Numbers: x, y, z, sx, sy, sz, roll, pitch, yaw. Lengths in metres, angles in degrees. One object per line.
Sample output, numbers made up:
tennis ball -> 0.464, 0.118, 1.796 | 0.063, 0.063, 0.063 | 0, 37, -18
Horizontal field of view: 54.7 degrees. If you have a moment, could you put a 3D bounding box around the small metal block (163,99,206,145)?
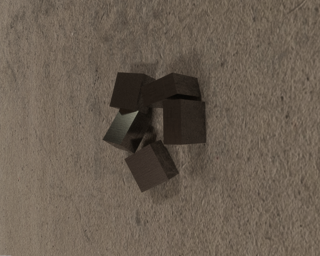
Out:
small metal block -> 0.029, -0.007, 0.363 | 0.025, 0.050, 0.050 | -2, 89, 40

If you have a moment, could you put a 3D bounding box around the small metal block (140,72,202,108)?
small metal block -> 0.014, -0.043, 0.376 | 0.050, 0.050, 0.025 | -19, 78, 38

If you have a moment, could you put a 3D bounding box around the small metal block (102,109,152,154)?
small metal block -> -0.045, 0.003, 0.419 | 0.050, 0.025, 0.050 | 9, 68, 53

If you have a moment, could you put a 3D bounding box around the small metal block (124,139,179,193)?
small metal block -> -0.011, 0.050, 0.406 | 0.050, 0.025, 0.050 | -32, 83, 35

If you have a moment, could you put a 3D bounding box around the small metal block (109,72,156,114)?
small metal block -> -0.038, -0.049, 0.429 | 0.050, 0.025, 0.050 | 11, 87, 39
